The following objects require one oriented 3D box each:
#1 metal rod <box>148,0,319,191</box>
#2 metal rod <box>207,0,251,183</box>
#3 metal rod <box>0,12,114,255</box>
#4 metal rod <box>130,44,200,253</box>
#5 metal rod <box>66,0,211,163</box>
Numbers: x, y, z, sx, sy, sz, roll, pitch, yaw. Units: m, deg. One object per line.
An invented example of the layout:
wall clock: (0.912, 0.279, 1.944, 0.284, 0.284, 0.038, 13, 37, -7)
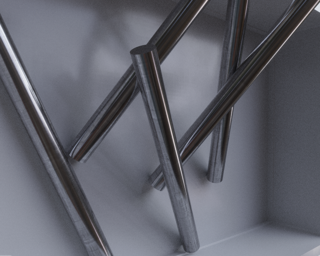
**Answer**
metal rod: (0.085, -0.041, 0.379, 0.025, 0.025, 0.299, 30, 104, -37)
metal rod: (0.088, -0.050, 0.408, 0.025, 0.025, 0.298, -26, 130, -37)
metal rod: (-0.107, 0.035, 0.318, 0.025, 0.025, 0.298, -32, 110, -36)
metal rod: (0.015, 0.049, 0.369, 0.025, 0.025, 0.298, -39, 130, -33)
metal rod: (0.001, -0.087, 0.324, 0.025, 0.025, 0.299, 35, 95, -35)
